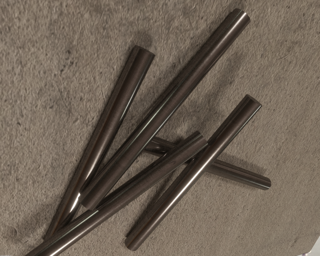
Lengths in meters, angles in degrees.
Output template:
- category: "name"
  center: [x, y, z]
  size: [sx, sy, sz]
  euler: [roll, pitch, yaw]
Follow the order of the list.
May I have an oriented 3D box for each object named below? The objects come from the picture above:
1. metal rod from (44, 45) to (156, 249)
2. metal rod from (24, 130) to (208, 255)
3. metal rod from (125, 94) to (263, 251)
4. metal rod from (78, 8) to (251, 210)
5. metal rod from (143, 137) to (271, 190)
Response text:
- category: "metal rod"
  center: [-0.084, 0.040, 0.386]
  size: [0.025, 0.025, 0.298]
  euler: [16, 110, -35]
- category: "metal rod"
  center: [-0.065, 0.101, 0.400]
  size: [0.301, 0.025, 0.025]
  euler: [-36, 129, -5]
- category: "metal rod"
  center: [0.037, 0.076, 0.447]
  size: [0.025, 0.025, 0.299]
  euler: [20, 116, -36]
- category: "metal rod"
  center: [0.005, -0.022, 0.380]
  size: [0.300, 0.025, 0.025]
  euler: [-50, 129, 1]
- category: "metal rod"
  center: [0.086, 0.061, 0.493]
  size: [0.302, 0.025, 0.025]
  euler: [22, 107, -37]
